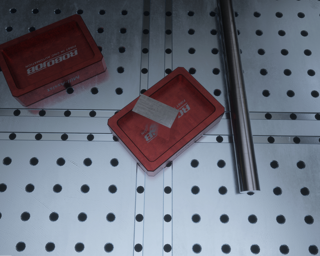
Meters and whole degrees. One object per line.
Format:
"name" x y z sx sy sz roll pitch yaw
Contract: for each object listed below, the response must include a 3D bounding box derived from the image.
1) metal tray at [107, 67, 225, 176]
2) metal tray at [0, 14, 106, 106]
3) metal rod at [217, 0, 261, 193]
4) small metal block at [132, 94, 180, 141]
"metal tray" 0.009 -0.011 0.413 0.130 0.030 0.090 -39 75 -13
"metal tray" -0.155 -0.099 0.443 0.131 0.030 0.090 -27 72 -10
"metal rod" 0.106 -0.061 0.435 0.025 0.025 0.299 -2 70 -1
"small metal block" -0.005 -0.012 0.389 0.050 0.050 0.025 25 72 8
